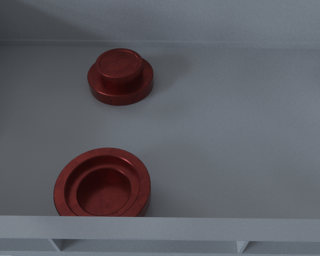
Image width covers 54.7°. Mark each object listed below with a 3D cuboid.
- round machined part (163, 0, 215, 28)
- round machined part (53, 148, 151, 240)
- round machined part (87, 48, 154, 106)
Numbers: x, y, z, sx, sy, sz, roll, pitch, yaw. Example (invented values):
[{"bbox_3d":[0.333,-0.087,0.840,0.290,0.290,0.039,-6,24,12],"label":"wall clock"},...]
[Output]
[{"bbox_3d":[0.056,-0.238,0.597,0.099,0.042,0.098,0,50,0],"label":"round machined part"},{"bbox_3d":[-0.059,0.072,0.333,0.099,0.042,0.098,0,50,0],"label":"round machined part"},{"bbox_3d":[-0.059,-0.082,0.463,0.099,0.042,0.098,0,50,0],"label":"round machined part"}]
